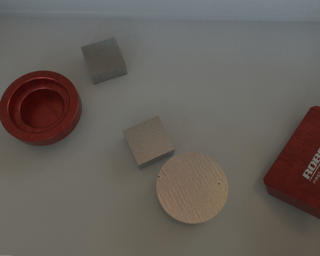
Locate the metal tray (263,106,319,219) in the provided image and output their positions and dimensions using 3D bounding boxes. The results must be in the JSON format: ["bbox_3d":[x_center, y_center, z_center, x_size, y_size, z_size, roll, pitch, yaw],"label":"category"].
[{"bbox_3d":[0.198,0.039,0.372,0.090,0.030,0.130,25,68,42],"label":"metal tray"}]

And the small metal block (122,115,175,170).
[{"bbox_3d":[-0.015,0.019,0.403,0.050,0.025,0.050,-24,72,-9],"label":"small metal block"}]

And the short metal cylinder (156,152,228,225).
[{"bbox_3d":[0.036,0.074,0.370,0.081,0.050,0.080,0,70,0],"label":"short metal cylinder"}]

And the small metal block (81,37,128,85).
[{"bbox_3d":[-0.080,-0.096,0.444,0.050,0.025,0.050,-19,71,-7],"label":"small metal block"}]

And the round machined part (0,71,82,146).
[{"bbox_3d":[-0.152,-0.023,0.407,0.099,0.042,0.098,0,70,-1],"label":"round machined part"}]
